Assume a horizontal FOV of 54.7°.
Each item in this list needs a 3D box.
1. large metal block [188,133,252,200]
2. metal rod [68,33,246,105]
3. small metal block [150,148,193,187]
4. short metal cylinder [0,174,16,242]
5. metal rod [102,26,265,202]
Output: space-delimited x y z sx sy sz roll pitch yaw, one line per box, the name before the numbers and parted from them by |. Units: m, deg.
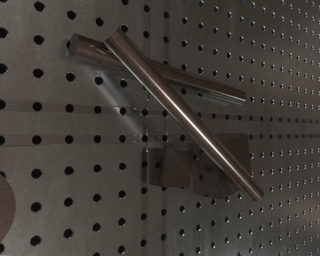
large metal block | 0.093 0.055 0.474 0.081 0.050 0.079 -14 99 -39
metal rod | 0.022 -0.071 0.429 0.302 0.025 0.025 9 84 -40
small metal block | 0.017 0.054 0.425 0.050 0.025 0.050 9 85 -40
short metal cylinder | -0.168 0.066 0.253 0.081 0.050 0.079 0 90 -40
metal rod | 0.043 -0.002 0.392 0.300 0.025 0.025 46 62 -23
